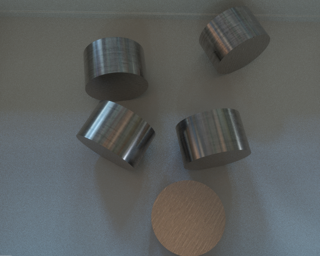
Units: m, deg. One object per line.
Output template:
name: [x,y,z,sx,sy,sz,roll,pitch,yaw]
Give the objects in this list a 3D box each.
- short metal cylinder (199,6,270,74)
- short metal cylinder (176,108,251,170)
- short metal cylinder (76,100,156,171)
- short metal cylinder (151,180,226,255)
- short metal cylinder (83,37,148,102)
short metal cylinder: [0.101,-0.119,0.425,0.080,0.080,0.050,-25,72,-9]
short metal cylinder: [0.063,0.016,0.376,0.081,0.080,0.050,-10,71,-4]
short metal cylinder: [-0.053,0.010,0.376,0.080,0.080,0.050,27,72,9]
short metal cylinder: [0.031,0.105,0.359,0.081,0.050,0.080,0,70,0]
short metal cylinder: [-0.058,-0.074,0.407,0.081,0.080,0.050,-7,71,-3]
